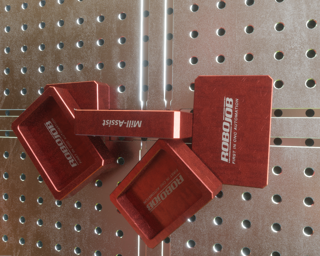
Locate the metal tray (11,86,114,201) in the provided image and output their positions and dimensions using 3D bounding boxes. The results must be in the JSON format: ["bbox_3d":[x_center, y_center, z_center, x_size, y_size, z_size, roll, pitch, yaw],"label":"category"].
[{"bbox_3d":[-0.134,0.020,0.422,0.090,0.030,0.130,-39,78,15],"label":"metal tray"}]

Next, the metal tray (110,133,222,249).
[{"bbox_3d":[0.002,0.081,0.388,0.090,0.030,0.129,48,121,13],"label":"metal tray"}]

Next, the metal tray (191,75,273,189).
[{"bbox_3d":[0.087,0.003,0.378,0.090,0.030,0.129,3,91,19],"label":"metal tray"}]

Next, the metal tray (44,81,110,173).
[{"bbox_3d":[-0.121,0.000,0.451,0.090,0.030,0.129,-1,90,20],"label":"metal tray"}]

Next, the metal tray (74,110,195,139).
[{"bbox_3d":[-0.027,-0.005,0.386,0.130,0.090,0.030,2,91,19],"label":"metal tray"}]
